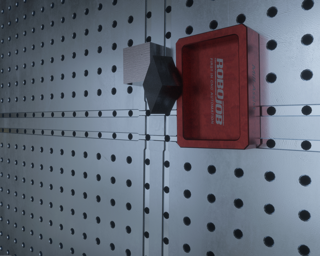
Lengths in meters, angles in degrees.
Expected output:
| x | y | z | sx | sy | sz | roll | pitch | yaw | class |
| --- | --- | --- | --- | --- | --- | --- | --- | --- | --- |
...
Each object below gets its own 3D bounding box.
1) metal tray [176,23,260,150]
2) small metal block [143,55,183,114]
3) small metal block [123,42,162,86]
| x | y | z | sx | sy | sz | roll | pitch | yaw | class |
| --- | --- | --- | --- | --- | --- | --- | --- | --- | --- |
| 0.063 | -0.042 | 0.352 | 0.090 | 0.030 | 0.129 | -1 | 89 | 39 | metal tray |
| 0.002 | -0.052 | 0.378 | 0.050 | 0.025 | 0.050 | 115 | 147 | -48 | small metal block |
| -0.024 | -0.087 | 0.427 | 0.050 | 0.025 | 0.050 | -1 | 89 | 39 | small metal block |
